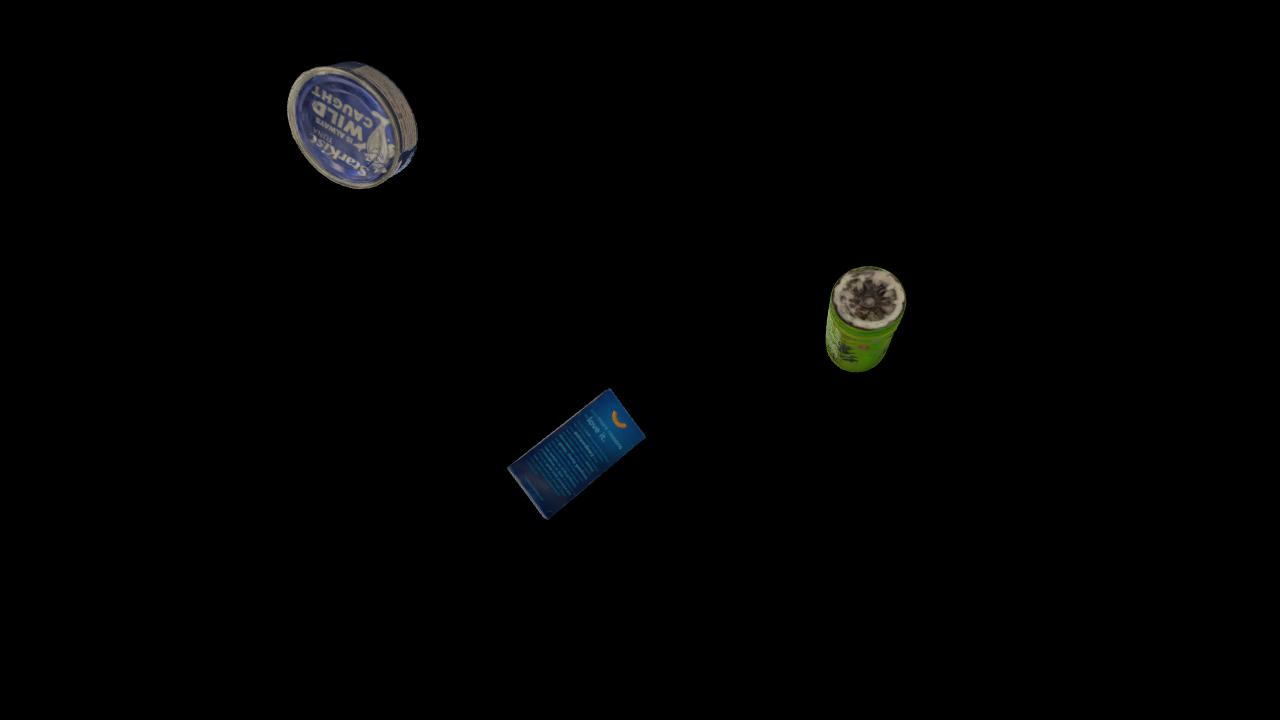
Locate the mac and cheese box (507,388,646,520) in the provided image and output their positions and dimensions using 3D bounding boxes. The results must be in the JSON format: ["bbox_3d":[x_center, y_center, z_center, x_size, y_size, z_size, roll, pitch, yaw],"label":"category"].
[{"bbox_3d":[-0.090,0.133,0.886,0.184,0.093,0.041,-37,2,-20],"label":"mac and cheese box"}]

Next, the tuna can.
[{"bbox_3d":[-0.208,-0.171,0.450,0.084,0.084,0.034,0,33,12],"label":"tuna can"}]

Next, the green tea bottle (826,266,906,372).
[{"bbox_3d":[0.242,-0.031,0.678,0.073,0.073,0.212,0,-15,15],"label":"green tea bottle"}]
